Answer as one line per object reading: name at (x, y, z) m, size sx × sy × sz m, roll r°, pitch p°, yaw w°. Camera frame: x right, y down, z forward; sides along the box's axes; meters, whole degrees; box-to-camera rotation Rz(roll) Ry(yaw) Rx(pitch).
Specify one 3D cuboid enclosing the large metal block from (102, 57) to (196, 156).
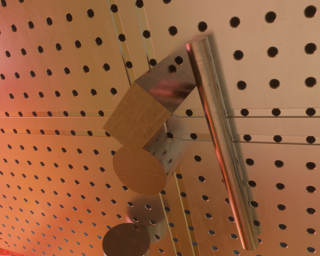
large metal block at (-0.011, -0.026, 0.364) m, size 0.050 × 0.080 × 0.080 m, roll 41°, pitch 129°, yaw 0°

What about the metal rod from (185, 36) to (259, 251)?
metal rod at (0.084, 0.036, 0.388) m, size 0.025 × 0.025 × 0.298 m, roll -5°, pitch 116°, yaw 30°

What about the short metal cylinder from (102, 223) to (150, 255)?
short metal cylinder at (-0.057, 0.213, 0.535) m, size 0.080 × 0.080 × 0.050 m, roll 14°, pitch 124°, yaw 20°

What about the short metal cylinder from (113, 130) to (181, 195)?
short metal cylinder at (-0.018, 0.046, 0.432) m, size 0.080 × 0.050 × 0.079 m, roll 13°, pitch 124°, yaw 20°
